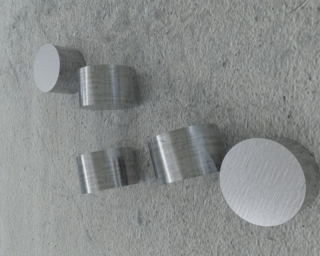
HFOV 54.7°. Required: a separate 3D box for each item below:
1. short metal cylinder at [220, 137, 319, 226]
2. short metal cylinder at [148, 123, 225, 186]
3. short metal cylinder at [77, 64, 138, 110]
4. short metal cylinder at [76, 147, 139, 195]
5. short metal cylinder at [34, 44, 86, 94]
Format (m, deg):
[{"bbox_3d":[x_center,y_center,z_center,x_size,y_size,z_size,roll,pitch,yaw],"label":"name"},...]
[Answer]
[{"bbox_3d":[0.106,0.049,0.301,0.080,0.050,0.080,0,90,40],"label":"short metal cylinder"},{"bbox_3d":[0.031,0.031,0.344,0.080,0.081,0.050,-22,77,38],"label":"short metal cylinder"},{"bbox_3d":[-0.072,-0.054,0.429,0.080,0.081,0.050,-5,87,40],"label":"short metal cylinder"},{"bbox_3d":[-0.072,0.059,0.429,0.080,0.081,0.050,-19,78,38],"label":"short metal cylinder"},{"bbox_3d":[-0.172,-0.099,0.531,0.080,0.050,0.080,0,90,40],"label":"short metal cylinder"}]
